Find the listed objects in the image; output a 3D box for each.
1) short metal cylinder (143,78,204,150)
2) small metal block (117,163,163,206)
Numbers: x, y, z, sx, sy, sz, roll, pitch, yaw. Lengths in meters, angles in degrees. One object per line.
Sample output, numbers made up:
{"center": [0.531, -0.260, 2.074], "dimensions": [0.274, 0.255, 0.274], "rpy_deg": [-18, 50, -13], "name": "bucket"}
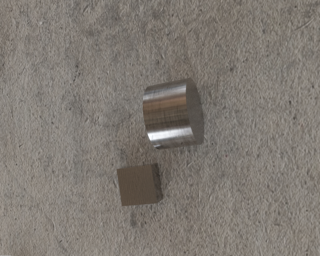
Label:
{"center": [0.019, -0.016, 0.372], "dimensions": [0.050, 0.080, 0.080], "rpy_deg": [-9, 87, 19], "name": "short metal cylinder"}
{"center": [-0.027, 0.076, 0.418], "dimensions": [0.050, 0.025, 0.050], "rpy_deg": [-10, 87, 19], "name": "small metal block"}
